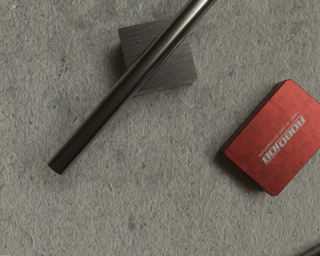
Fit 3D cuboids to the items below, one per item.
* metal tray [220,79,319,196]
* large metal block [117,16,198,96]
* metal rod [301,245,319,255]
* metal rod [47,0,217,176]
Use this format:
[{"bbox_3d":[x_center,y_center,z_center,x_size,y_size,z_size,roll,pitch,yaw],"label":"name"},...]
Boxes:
[{"bbox_3d":[0.156,0.012,0.410,0.090,0.030,0.130,41,90,-1],"label":"metal tray"},{"bbox_3d":[-0.003,-0.090,0.397,0.080,0.050,0.080,-13,90,-1],"label":"large metal block"},{"bbox_3d":[0.200,0.181,0.412,0.301,0.025,0.025,-30,90,-1],"label":"metal rod"},{"bbox_3d":[-0.022,-0.066,0.359,0.025,0.025,0.300,41,90,-1],"label":"metal rod"}]
